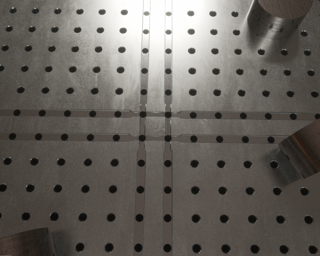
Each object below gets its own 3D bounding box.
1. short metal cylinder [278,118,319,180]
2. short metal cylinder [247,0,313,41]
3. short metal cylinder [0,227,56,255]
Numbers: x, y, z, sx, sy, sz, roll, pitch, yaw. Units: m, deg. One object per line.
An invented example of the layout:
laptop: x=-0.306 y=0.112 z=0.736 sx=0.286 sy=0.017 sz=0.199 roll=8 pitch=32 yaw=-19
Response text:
short metal cylinder: x=0.194 y=0.021 z=0.377 sx=0.080 sy=0.080 sz=0.050 roll=-26 pitch=73 yaw=-9
short metal cylinder: x=0.179 y=-0.180 z=0.467 sx=0.081 sy=0.050 sz=0.080 roll=0 pitch=70 yaw=0
short metal cylinder: x=-0.152 y=0.144 z=0.328 sx=0.081 sy=0.080 sz=0.050 roll=-18 pitch=71 yaw=-7
